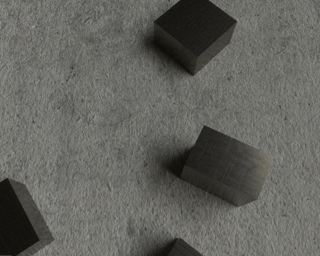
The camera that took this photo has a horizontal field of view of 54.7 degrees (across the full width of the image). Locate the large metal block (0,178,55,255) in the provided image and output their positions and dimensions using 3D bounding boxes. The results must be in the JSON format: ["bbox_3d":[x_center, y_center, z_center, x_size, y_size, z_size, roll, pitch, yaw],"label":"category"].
[{"bbox_3d":[-0.182,0.116,0.351,0.080,0.050,0.080,-32,73,-11],"label":"large metal block"}]

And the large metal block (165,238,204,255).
[{"bbox_3d":[0.029,0.176,0.330,0.080,0.050,0.080,35,74,12],"label":"large metal block"}]

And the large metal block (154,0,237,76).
[{"bbox_3d":[0.049,-0.137,0.445,0.080,0.050,0.080,43,75,14],"label":"large metal block"}]

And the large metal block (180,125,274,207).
[{"bbox_3d":[0.073,0.048,0.362,0.080,0.080,0.050,25,72,9],"label":"large metal block"}]
